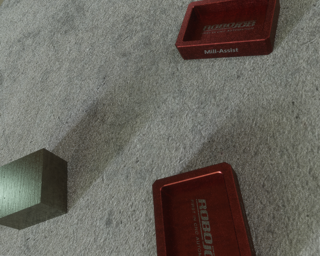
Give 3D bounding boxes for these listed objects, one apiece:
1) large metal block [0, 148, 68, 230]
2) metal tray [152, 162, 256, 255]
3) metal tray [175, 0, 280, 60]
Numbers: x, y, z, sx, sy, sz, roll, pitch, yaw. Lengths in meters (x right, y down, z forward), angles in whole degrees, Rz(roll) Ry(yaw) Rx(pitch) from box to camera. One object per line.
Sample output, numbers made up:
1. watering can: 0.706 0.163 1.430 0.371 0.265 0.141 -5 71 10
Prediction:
1. large metal block: -0.178 0.085 0.429 0.080 0.050 0.080 -22 53 14
2. metal tray: 0.043 0.107 0.312 0.090 0.030 0.130 -18 55 18
3. metal tray: 0.095 -0.144 0.439 0.130 0.030 0.090 4 63 29
